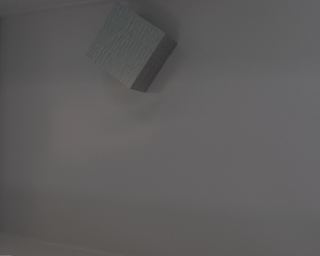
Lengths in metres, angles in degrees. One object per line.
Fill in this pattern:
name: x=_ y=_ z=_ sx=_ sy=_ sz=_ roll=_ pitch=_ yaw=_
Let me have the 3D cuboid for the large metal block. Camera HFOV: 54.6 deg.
large metal block: x=-0.037 y=-0.104 z=0.411 sx=0.080 sy=0.050 sz=0.080 roll=38 pitch=102 yaw=16
